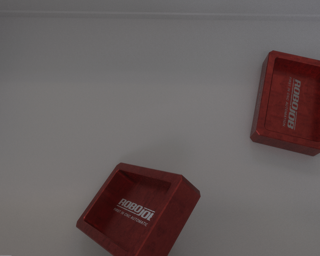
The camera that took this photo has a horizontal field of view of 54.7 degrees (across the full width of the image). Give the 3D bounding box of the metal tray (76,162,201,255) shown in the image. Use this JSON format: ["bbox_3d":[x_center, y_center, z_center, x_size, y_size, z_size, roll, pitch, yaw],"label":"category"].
[{"bbox_3d":[-0.029,0.086,0.324,0.030,0.130,0.090,45,66,-26],"label":"metal tray"}]

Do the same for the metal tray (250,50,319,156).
[{"bbox_3d":[0.180,-0.036,0.420,0.090,0.030,0.130,14,70,5],"label":"metal tray"}]
